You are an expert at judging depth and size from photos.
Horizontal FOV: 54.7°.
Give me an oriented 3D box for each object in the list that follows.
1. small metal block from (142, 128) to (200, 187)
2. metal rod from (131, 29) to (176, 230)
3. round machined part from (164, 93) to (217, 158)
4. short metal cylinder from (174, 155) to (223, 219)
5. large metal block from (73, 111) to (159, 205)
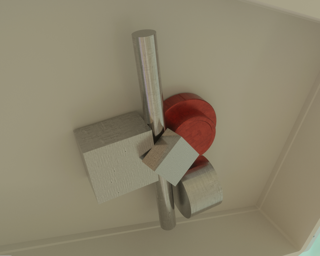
[{"bbox_3d":[0.014,0.036,0.376,0.050,0.025,0.050,-52,137,-6],"label":"small metal block"},{"bbox_3d":[-0.002,0.026,0.396,0.025,0.025,0.298,-19,126,-18],"label":"metal rod"},{"bbox_3d":[0.036,0.005,0.419,0.099,0.042,0.097,-14,125,-21],"label":"round machined part"},{"bbox_3d":[0.047,0.084,0.451,0.050,0.080,0.079,-19,126,-18],"label":"short metal cylinder"},{"bbox_3d":[-0.052,0.035,0.382,0.081,0.050,0.079,-19,126,-18],"label":"large metal block"}]
